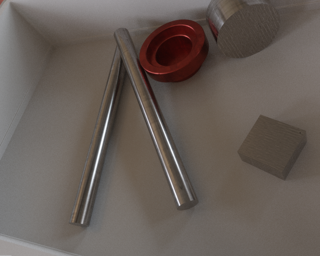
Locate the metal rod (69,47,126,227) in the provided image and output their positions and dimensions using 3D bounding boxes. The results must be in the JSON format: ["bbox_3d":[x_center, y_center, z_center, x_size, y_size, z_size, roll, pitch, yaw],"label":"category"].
[{"bbox_3d":[-0.080,-0.011,0.452,0.025,0.025,0.299,-5,59,25],"label":"metal rod"}]

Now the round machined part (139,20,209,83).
[{"bbox_3d":[0.023,-0.105,0.446,0.098,0.042,0.098,-13,56,20],"label":"round machined part"}]

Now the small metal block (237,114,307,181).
[{"bbox_3d":[0.120,0.020,0.330,0.050,0.025,0.050,26,76,36],"label":"small metal block"}]

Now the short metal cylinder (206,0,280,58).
[{"bbox_3d":[0.105,-0.137,0.399,0.080,0.080,0.050,-24,53,13],"label":"short metal cylinder"}]

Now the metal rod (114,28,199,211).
[{"bbox_3d":[-0.016,-0.033,0.417,0.025,0.025,0.299,-28,57,10],"label":"metal rod"}]
